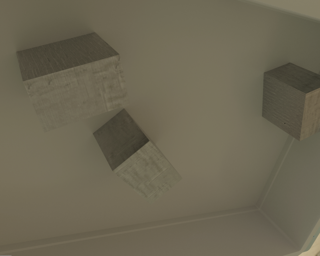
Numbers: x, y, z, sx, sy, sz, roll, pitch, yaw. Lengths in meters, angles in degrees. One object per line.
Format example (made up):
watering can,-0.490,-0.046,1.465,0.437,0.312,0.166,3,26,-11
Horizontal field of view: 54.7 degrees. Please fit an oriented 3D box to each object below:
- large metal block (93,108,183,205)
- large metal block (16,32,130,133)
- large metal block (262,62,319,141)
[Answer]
large metal block,-0.028,0.034,0.380,0.050,0.080,0.080,-40,130,-2
large metal block,-0.085,-0.048,0.298,0.081,0.080,0.050,-20,127,-17
large metal block,0.200,-0.041,0.460,0.050,0.080,0.080,-22,127,-15
